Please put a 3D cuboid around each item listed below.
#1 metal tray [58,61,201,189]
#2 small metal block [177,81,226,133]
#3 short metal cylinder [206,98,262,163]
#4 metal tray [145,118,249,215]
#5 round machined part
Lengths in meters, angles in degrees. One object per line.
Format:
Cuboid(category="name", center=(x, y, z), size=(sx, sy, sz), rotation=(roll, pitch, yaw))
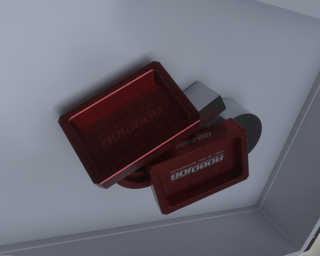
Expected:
Cuboid(category="metal tray", center=(-0.032, -0.005, 0.342), size=(0.131, 0.090, 0.030), rotation=(-32, 161, -8))
Cuboid(category="small metal block", center=(0.048, -0.029, 0.400), size=(0.050, 0.050, 0.025), rotation=(-38, 130, -5))
Cuboid(category="short metal cylinder", center=(0.098, 0.004, 0.448), size=(0.081, 0.050, 0.079), rotation=(-14, 125, -21))
Cuboid(category="metal tray", center=(0.050, 0.050, 0.402), size=(0.131, 0.030, 0.089), rotation=(-21, 126, -11))
Cuboid(category="round machined part", center=(-0.025, 0.028, 0.402), size=(0.099, 0.042, 0.097), rotation=(-14, 125, -21))
